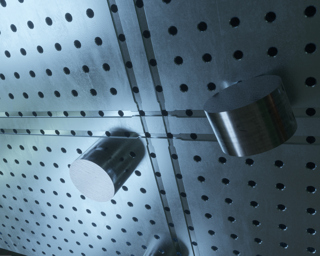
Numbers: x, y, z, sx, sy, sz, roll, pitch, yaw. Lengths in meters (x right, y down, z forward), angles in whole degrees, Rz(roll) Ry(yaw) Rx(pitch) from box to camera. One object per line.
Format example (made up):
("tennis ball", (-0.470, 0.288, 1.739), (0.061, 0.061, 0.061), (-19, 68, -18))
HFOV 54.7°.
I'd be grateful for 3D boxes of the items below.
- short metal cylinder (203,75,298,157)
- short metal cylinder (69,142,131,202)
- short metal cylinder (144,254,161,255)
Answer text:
("short metal cylinder", (0.092, -0.014, 0.318), (0.080, 0.080, 0.050), (-14, 111, 34))
("short metal cylinder", (-0.093, 0.069, 0.484), (0.080, 0.050, 0.079), (13, 124, 20))
("short metal cylinder", (-0.009, 0.281, 0.572), (0.080, 0.050, 0.079), (13, 124, 20))
